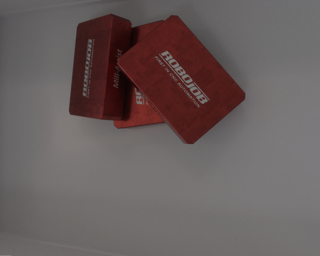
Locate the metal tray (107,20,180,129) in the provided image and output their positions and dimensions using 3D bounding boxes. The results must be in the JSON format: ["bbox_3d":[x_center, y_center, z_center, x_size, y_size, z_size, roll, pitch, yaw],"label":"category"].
[{"bbox_3d":[-0.022,-0.068,0.415,0.090,0.030,0.129,-8,88,19],"label":"metal tray"}]

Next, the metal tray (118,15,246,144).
[{"bbox_3d":[0.025,-0.056,0.370,0.090,0.030,0.130,-41,90,-4],"label":"metal tray"}]

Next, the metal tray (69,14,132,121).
[{"bbox_3d":[-0.083,-0.078,0.416,0.090,0.030,0.129,9,93,47],"label":"metal tray"}]
